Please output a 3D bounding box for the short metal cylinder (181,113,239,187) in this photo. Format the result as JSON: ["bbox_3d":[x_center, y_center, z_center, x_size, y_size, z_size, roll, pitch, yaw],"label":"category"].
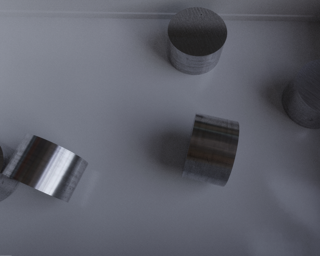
[{"bbox_3d":[0.059,0.026,0.372,0.050,0.080,0.080,13,71,4],"label":"short metal cylinder"}]

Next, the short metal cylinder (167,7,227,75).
[{"bbox_3d":[0.051,-0.123,0.442,0.081,0.050,0.080,0,70,0],"label":"short metal cylinder"}]

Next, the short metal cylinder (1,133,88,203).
[{"bbox_3d":[-0.132,0.047,0.362,0.080,0.080,0.050,22,72,7],"label":"short metal cylinder"}]

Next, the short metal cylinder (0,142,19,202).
[{"bbox_3d":[-0.218,0.050,0.374,0.081,0.050,0.080,0,70,1],"label":"short metal cylinder"}]

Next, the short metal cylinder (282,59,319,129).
[{"bbox_3d":[0.213,-0.044,0.415,0.081,0.050,0.080,0,70,0],"label":"short metal cylinder"}]
